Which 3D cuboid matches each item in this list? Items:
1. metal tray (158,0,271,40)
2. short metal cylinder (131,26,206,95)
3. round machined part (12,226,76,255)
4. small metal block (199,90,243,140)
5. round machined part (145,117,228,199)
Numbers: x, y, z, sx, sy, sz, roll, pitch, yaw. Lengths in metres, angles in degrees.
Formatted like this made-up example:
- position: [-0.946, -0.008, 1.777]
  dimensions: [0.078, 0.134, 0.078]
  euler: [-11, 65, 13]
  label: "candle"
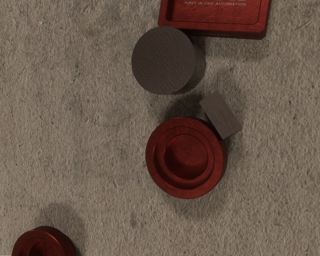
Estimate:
- position: [0.069, -0.161, 0.381]
  dimensions: [0.130, 0.030, 0.089]
  euler: [9, 93, 19]
  label: "metal tray"
- position: [0.012, -0.081, 0.387]
  dimensions: [0.080, 0.050, 0.079]
  euler: [2, 96, 21]
  label: "short metal cylinder"
- position: [-0.164, 0.192, 0.456]
  dimensions: [0.098, 0.042, 0.097]
  euler: [0, 90, 19]
  label: "round machined part"
- position: [0.073, -0.014, 0.368]
  dimensions: [0.025, 0.050, 0.050]
  euler: [-33, 80, 11]
  label: "small metal block"
- position: [0.035, 0.034, 0.383]
  dimensions: [0.098, 0.042, 0.097]
  euler: [2, 95, 24]
  label: "round machined part"
